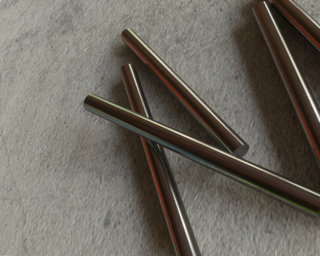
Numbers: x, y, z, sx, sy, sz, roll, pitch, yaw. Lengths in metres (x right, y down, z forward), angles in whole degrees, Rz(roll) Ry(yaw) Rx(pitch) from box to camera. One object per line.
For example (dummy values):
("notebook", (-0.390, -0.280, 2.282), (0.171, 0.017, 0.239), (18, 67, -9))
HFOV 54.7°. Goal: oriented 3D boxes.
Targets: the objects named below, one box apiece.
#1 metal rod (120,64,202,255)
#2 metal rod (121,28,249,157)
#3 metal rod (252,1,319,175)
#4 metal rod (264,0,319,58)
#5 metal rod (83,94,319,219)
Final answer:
("metal rod", (-0.010, 0.023, 0.393), (0.025, 0.025, 0.299), (-28, 52, 10))
("metal rod", (0.016, -0.065, 0.434), (0.025, 0.025, 0.300), (-39, 51, 2))
("metal rod", (0.155, -0.041, 0.347), (0.025, 0.025, 0.299), (-18, 54, 17))
("metal rod", (0.193, -0.095, 0.360), (0.025, 0.025, 0.299), (-28, 52, 10))
("metal rod", (0.026, 0.018, 0.354), (0.300, 0.025, 0.025), (24, 74, 28))
